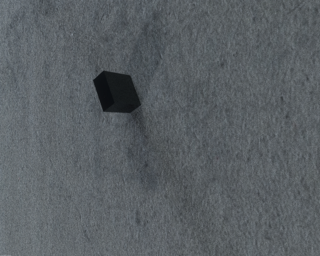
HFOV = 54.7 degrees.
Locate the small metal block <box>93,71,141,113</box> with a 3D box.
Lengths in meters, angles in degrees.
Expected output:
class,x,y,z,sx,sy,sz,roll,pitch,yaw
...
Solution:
class,x,y,z,sx,sy,sz,roll,pitch,yaw
small metal block,-0.060,-0.050,0.436,0.025,0.050,0.050,-32,70,35
